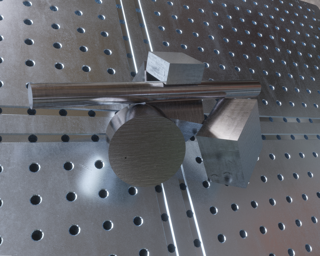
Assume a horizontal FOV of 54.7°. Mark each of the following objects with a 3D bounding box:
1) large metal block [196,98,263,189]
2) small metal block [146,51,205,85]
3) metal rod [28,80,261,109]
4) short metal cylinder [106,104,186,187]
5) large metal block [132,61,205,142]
[{"bbox_3d":[0.093,0.017,0.400,0.080,0.050,0.080,-53,137,-39],"label":"large metal block"},{"bbox_3d":[0.018,-0.074,0.379,0.050,0.025,0.050,-6,30,-31],"label":"small metal block"},{"bbox_3d":[0.007,-0.044,0.370,0.303,0.025,0.025,-6,65,-31],"label":"metal rod"},{"bbox_3d":[-0.018,0.017,0.340,0.081,0.080,0.050,18,12,-18],"label":"short metal cylinder"},{"bbox_3d":[0.008,-0.033,0.412,0.081,0.050,0.080,10,57,-23],"label":"large metal block"}]
